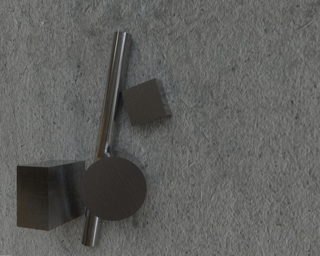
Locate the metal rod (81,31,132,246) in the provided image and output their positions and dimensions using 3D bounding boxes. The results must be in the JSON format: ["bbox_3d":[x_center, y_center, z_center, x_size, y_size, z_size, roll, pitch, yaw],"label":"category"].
[{"bbox_3d":[-0.076,0.017,0.435,0.025,0.025,0.298,11,94,19],"label":"metal rod"}]

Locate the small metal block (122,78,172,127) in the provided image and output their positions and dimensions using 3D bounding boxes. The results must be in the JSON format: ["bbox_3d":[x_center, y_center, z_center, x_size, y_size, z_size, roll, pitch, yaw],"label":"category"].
[{"bbox_3d":[-0.017,-0.033,0.415,0.050,0.025,0.050,-19,84,19],"label":"small metal block"}]

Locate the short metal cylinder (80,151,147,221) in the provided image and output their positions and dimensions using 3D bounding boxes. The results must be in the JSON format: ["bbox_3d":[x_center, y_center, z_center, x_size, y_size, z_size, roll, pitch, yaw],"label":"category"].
[{"bbox_3d":[-0.057,0.072,0.402,0.081,0.050,0.079,0,94,-3],"label":"short metal cylinder"}]

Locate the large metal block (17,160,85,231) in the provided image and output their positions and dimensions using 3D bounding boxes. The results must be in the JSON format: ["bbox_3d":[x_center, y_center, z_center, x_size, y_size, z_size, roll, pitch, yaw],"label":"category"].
[{"bbox_3d":[-0.149,0.089,0.432,0.050,0.080,0.079,0,90,20],"label":"large metal block"}]
